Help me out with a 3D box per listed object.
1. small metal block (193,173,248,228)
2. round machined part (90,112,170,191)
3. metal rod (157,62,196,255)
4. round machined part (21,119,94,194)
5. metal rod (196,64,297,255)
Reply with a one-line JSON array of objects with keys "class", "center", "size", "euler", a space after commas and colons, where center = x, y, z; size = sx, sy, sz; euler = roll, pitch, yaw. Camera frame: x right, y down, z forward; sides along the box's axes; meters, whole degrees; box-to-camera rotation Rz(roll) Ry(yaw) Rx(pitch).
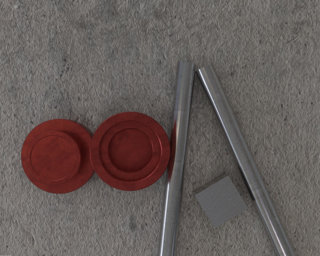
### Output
[{"class": "small metal block", "center": [0.079, 0.095, 0.411], "size": [0.050, 0.025, 0.050], "euler": [-31, 90, 0]}, {"class": "round machined part", "center": [-0.038, 0.028, 0.399], "size": [0.099, 0.042, 0.097], "euler": [0, 90, -4]}, {"class": "metal rod", "center": [0.020, 0.063, 0.410], "size": [0.025, 0.025, 0.298], "euler": [6, 90, 0]}, {"class": "round machined part", "center": [-0.131, 0.037, 0.400], "size": [0.099, 0.042, 0.097], "euler": [0, 90, 0]}, {"class": "metal rod", "center": [0.118, 0.057, 0.411], "size": [0.025, 0.025, 0.299], "euler": [-24, 90, 0]}]
